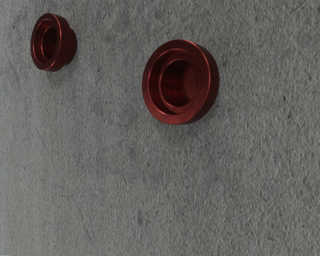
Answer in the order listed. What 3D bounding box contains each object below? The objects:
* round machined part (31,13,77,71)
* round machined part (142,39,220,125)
[{"bbox_3d":[-0.184,-0.148,0.546,0.098,0.042,0.097,0,90,40],"label":"round machined part"},{"bbox_3d":[0.028,-0.053,0.371,0.098,0.042,0.097,0,90,40],"label":"round machined part"}]
